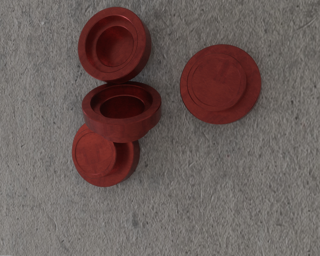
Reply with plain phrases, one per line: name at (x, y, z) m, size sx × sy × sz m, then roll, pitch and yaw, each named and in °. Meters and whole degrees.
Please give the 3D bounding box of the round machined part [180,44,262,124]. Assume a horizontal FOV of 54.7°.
round machined part at (0.071, -0.053, 0.375) m, size 0.098 × 0.042 × 0.097 m, roll 0°, pitch 90°, yaw 20°

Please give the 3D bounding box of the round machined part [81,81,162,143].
round machined part at (-0.047, -0.018, 0.397) m, size 0.098 × 0.098 × 0.042 m, roll 16°, pitch 131°, yaw 19°

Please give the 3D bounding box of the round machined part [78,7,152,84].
round machined part at (-0.057, -0.107, 0.418) m, size 0.098 × 0.042 × 0.097 m, roll -1°, pitch 85°, yaw 19°

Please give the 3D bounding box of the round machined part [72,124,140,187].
round machined part at (-0.081, 0.033, 0.429) m, size 0.098 × 0.042 × 0.097 m, roll 0°, pitch 90°, yaw 20°
